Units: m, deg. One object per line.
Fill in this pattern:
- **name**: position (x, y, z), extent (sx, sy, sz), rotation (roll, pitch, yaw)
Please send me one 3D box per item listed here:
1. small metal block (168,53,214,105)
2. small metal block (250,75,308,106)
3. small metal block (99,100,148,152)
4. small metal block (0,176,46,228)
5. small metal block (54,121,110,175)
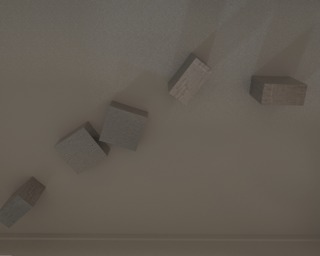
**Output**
- **small metal block**: position (0.035, -0.061, 0.376), extent (0.025, 0.050, 0.050), rotation (35, 106, -12)
- **small metal block**: position (0.144, -0.047, 0.383), extent (0.050, 0.050, 0.025), rotation (1, 110, -1)
- **small metal block**: position (-0.048, -0.003, 0.410), extent (0.050, 0.025, 0.050), rotation (18, 109, -7)
- **small metal block**: position (-0.194, 0.103, 0.433), extent (0.050, 0.050, 0.025), rotation (-40, 106, 13)
- **small metal block**: position (-0.105, 0.027, 0.420), extent (0.050, 0.025, 0.050), rotation (-32, 107, 11)
